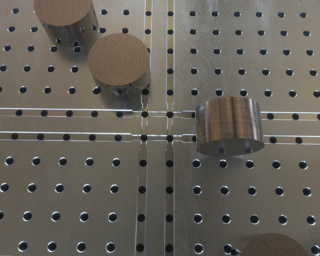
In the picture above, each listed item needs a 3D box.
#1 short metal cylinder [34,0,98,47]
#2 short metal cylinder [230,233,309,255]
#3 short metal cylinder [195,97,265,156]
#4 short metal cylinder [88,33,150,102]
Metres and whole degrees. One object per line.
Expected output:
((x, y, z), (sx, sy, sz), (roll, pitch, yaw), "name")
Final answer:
((-0.137, -0.168, 0.459), (0.081, 0.050, 0.080), (0, 70, 0), "short metal cylinder")
((0.120, 0.158, 0.341), (0.081, 0.050, 0.080), (0, 70, 0), "short metal cylinder")
((0.084, 0.001, 0.383), (0.081, 0.080, 0.050), (0, 70, 0), "short metal cylinder")
((-0.054, -0.083, 0.428), (0.081, 0.050, 0.080), (0, 70, 0), "short metal cylinder")
